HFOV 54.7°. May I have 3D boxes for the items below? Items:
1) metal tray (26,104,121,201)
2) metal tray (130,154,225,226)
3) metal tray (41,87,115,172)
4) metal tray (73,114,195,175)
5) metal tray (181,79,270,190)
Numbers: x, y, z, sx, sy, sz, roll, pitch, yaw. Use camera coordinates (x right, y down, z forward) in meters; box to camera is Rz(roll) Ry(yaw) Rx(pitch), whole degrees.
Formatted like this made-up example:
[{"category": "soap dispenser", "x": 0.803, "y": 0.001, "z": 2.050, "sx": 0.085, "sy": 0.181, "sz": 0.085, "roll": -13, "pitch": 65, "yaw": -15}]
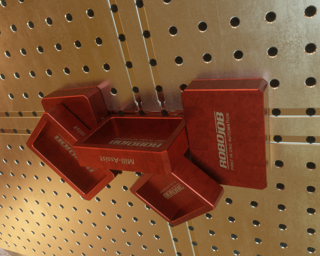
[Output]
[{"category": "metal tray", "x": -0.126, "y": 0.038, "z": 0.455, "sx": 0.130, "sy": 0.030, "sz": 0.090, "roll": 44, "pitch": 128, "yaw": -3}, {"category": "metal tray", "x": 0.017, "y": 0.086, "z": 0.427, "sx": 0.090, "sy": 0.030, "sz": 0.129, "roll": 39, "pitch": 146, "yaw": 0}, {"category": "metal tray", "x": -0.115, "y": 0.006, "z": 0.470, "sx": 0.090, "sy": 0.030, "sz": 0.129, "roll": -1, "pitch": 119, "yaw": 28}, {"category": "metal tray", "x": -0.031, "y": 0.016, "z": 0.393, "sx": 0.130, "sy": 0.090, "sz": 0.030, "roll": 2, "pitch": 119, "yaw": 27}, {"category": "metal tray", "x": 0.081, "y": 0.009, "z": 0.369, "sx": 0.090, "sy": 0.030, "sz": 0.129, "roll": 3, "pitch": 120, "yaw": 26}]
